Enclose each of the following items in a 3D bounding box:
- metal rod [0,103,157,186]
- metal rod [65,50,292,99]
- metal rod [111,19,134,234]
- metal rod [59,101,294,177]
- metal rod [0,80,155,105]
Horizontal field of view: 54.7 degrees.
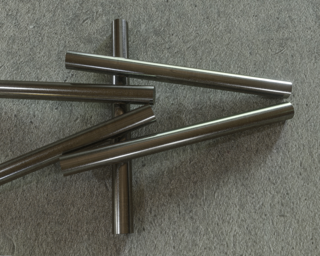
[{"bbox_3d":[-0.148,0.038,0.379,0.302,0.025,0.025,-22,72,-3],"label":"metal rod"},{"bbox_3d":[0.028,-0.071,0.418,0.302,0.025,0.025,7,70,-5],"label":"metal rod"},{"bbox_3d":[-0.052,-0.016,0.414,0.025,0.025,0.299,-3,70,-2],"label":"metal rod"},{"bbox_3d":[0.031,0.010,0.389,0.302,0.025,0.025,-13,71,-12],"label":"metal rod"},{"bbox_3d":[-0.157,-0.049,0.410,0.302,0.025,0.025,3,70,6],"label":"metal rod"}]
